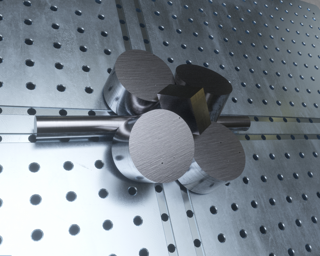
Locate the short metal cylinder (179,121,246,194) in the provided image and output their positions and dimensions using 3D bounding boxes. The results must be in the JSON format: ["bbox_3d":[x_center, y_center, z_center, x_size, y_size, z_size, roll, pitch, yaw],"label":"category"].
[{"bbox_3d":[0.061,0.038,0.397,0.081,0.050,0.080,14,56,-21],"label":"short metal cylinder"}]

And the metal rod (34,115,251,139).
[{"bbox_3d":[-0.001,-0.004,0.405,0.303,0.025,0.025,-2,63,-29],"label":"metal rod"}]

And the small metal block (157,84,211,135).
[{"bbox_3d":[0.029,-0.023,0.372,0.025,0.050,0.050,-41,128,-33],"label":"small metal block"}]

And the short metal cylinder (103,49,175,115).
[{"bbox_3d":[-0.028,-0.055,0.406,0.081,0.050,0.080,14,56,-21],"label":"short metal cylinder"}]

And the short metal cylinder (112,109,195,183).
[{"bbox_3d":[-0.008,0.022,0.354,0.081,0.050,0.080,5,80,-28],"label":"short metal cylinder"}]

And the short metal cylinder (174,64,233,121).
[{"bbox_3d":[0.052,-0.047,0.427,0.081,0.050,0.080,14,34,-9],"label":"short metal cylinder"}]
